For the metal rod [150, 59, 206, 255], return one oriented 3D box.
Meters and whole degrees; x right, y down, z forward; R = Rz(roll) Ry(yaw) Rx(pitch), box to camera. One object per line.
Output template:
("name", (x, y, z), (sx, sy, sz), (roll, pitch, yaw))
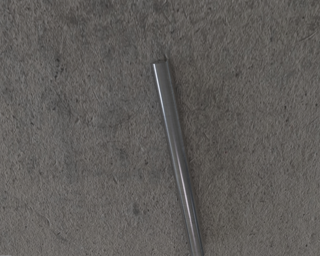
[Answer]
("metal rod", (0.029, 0.056, 0.430), (0.025, 0.025, 0.298), (-11, 110, 4))
